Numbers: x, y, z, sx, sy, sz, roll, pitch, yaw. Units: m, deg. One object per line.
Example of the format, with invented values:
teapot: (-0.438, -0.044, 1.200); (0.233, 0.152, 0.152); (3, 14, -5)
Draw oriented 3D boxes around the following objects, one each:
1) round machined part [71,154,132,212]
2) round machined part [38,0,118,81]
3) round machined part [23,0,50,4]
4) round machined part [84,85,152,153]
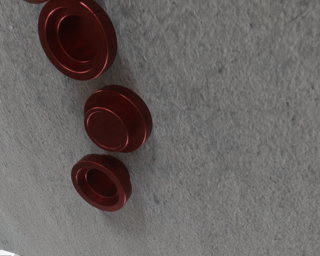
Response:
round machined part: (-0.087, 0.081, 0.490); (0.098, 0.042, 0.097); (13, 124, 20)
round machined part: (-0.094, -0.110, 0.375); (0.098, 0.042, 0.097); (13, 124, 20)
round machined part: (-0.126, -0.182, 0.331); (0.098, 0.042, 0.097); (0, 91, 26)
round machined part: (-0.064, -0.006, 0.424); (0.098, 0.042, 0.097); (13, 124, 20)
